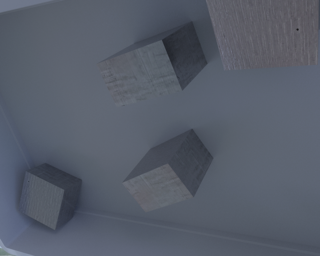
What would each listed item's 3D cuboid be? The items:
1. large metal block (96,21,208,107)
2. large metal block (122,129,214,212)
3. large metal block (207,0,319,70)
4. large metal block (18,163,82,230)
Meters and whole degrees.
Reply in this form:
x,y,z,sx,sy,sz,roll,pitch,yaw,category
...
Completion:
x,y,z,sx,sy,sz,roll,pitch,yaw,category
-0.006,-0.069,0.332,0.080,0.080,0.050,-11,113,32,large metal block
0.012,0.054,0.399,0.080,0.080,0.050,-28,103,37,large metal block
0.092,-0.099,0.266,0.080,0.050,0.080,1,141,27,large metal block
-0.195,0.120,0.551,0.080,0.050,0.079,22,106,15,large metal block
